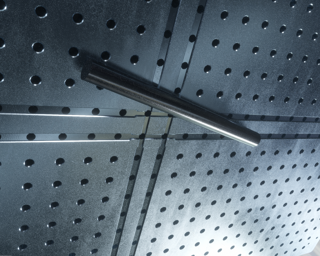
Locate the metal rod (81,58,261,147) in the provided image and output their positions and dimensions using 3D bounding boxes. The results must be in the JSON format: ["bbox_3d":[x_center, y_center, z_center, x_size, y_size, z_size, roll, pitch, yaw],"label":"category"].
[{"bbox_3d":[0.038,-0.022,0.417,0.302,0.025,0.025,19,108,-36],"label":"metal rod"}]
